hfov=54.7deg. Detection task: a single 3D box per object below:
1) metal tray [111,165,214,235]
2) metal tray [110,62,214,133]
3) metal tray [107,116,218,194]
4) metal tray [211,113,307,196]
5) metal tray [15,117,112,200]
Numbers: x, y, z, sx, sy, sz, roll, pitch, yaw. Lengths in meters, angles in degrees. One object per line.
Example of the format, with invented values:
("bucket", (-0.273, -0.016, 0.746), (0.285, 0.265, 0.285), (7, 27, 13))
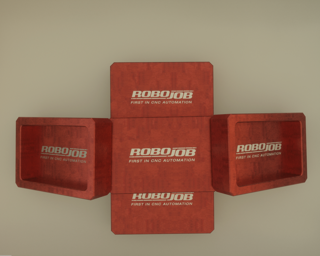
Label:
("metal tray", (0.003, 0.090, 0.406), (0.131, 0.030, 0.089), (0, 90, -1))
("metal tray", (0.003, -0.039, 0.406), (0.131, 0.030, 0.089), (0, 90, -1))
("metal tray", (0.003, 0.032, 0.377), (0.131, 0.030, 0.089), (-1, 90, -1))
("metal tray", (0.124, 0.027, 0.377), (0.131, 0.030, 0.089), (-2, 91, -30))
("metal tray", (-0.120, 0.032, 0.376), (0.130, 0.030, 0.089), (2, 91, 29))
